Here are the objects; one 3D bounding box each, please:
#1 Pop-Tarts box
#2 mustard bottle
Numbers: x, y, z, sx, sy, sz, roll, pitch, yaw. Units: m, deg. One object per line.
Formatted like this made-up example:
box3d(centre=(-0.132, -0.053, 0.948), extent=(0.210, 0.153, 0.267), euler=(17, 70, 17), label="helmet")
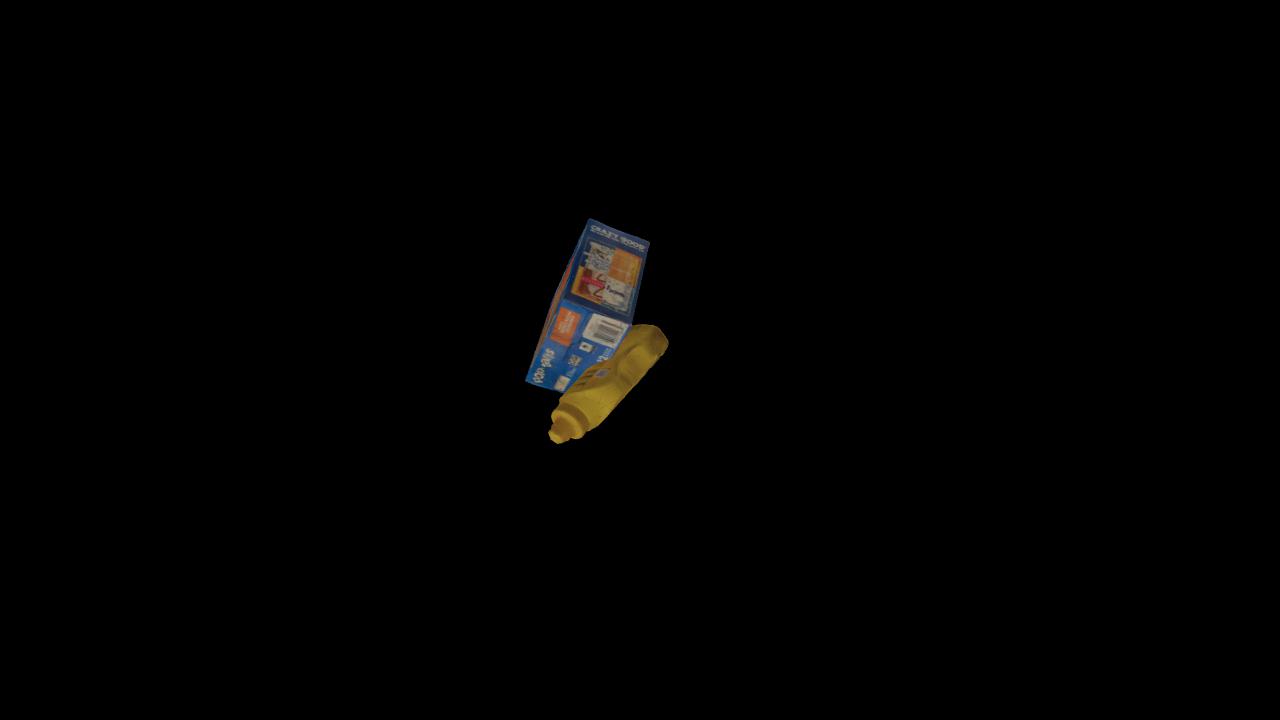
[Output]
box3d(centre=(-0.065, -0.058, 0.746), extent=(0.083, 0.141, 0.167), euler=(22, -40, -12), label="Pop-Tarts box")
box3d(centre=(-0.045, 0.031, 0.707), extent=(0.092, 0.054, 0.184), euler=(-13, 27, 44), label="mustard bottle")
